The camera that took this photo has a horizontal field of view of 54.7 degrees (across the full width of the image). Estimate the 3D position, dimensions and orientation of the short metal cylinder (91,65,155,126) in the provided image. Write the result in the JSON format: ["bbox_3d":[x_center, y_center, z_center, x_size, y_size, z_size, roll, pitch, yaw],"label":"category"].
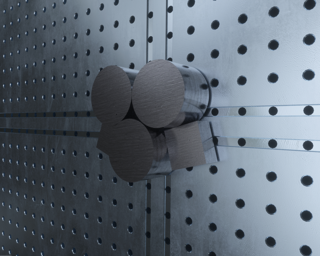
[{"bbox_3d":[-0.050,-0.043,0.429,0.080,0.050,0.079,0,90,40],"label":"short metal cylinder"}]

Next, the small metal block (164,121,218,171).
[{"bbox_3d":[0.037,0.022,0.375,0.050,0.025,0.050,-18,79,38],"label":"small metal block"}]

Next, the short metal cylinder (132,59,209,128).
[{"bbox_3d":[0.012,-0.040,0.378,0.080,0.050,0.079,0,90,40],"label":"short metal cylinder"}]

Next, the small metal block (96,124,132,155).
[{"bbox_3d":[-0.064,0.015,0.457,0.050,0.025,0.050,26,107,37],"label":"small metal block"}]

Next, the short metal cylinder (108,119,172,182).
[{"bbox_3d":[-0.022,0.028,0.406,0.080,0.050,0.079,0,90,40],"label":"short metal cylinder"}]
